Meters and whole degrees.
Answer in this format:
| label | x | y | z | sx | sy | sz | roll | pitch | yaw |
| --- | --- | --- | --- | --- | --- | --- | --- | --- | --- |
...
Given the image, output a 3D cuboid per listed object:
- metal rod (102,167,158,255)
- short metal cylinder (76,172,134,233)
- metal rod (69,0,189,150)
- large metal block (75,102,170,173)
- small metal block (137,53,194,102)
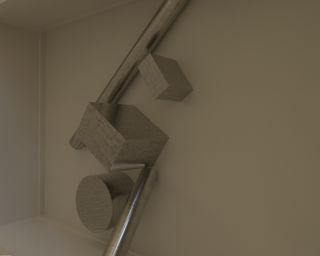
| label | x | y | z | sx | sy | sz | roll | pitch | yaw |
| --- | --- | --- | --- | --- | --- | --- | --- | --- | --- |
| metal rod | -0.060 | 0.161 | 0.318 | 0.025 | 0.301 | 0.025 | 12 | 135 | 13 |
| short metal cylinder | -0.078 | 0.106 | 0.452 | 0.080 | 0.050 | 0.079 | 0 | 90 | 39 |
| metal rod | -0.055 | -0.073 | 0.449 | 0.298 | 0.025 | 0.025 | -49 | 61 | 28 |
| large metal block | -0.049 | 0.010 | 0.410 | 0.080 | 0.081 | 0.050 | 42 | 115 | 31 |
| small metal block | 0.007 | -0.061 | 0.383 | 0.025 | 0.050 | 0.050 | -42 | 65 | 32 |
